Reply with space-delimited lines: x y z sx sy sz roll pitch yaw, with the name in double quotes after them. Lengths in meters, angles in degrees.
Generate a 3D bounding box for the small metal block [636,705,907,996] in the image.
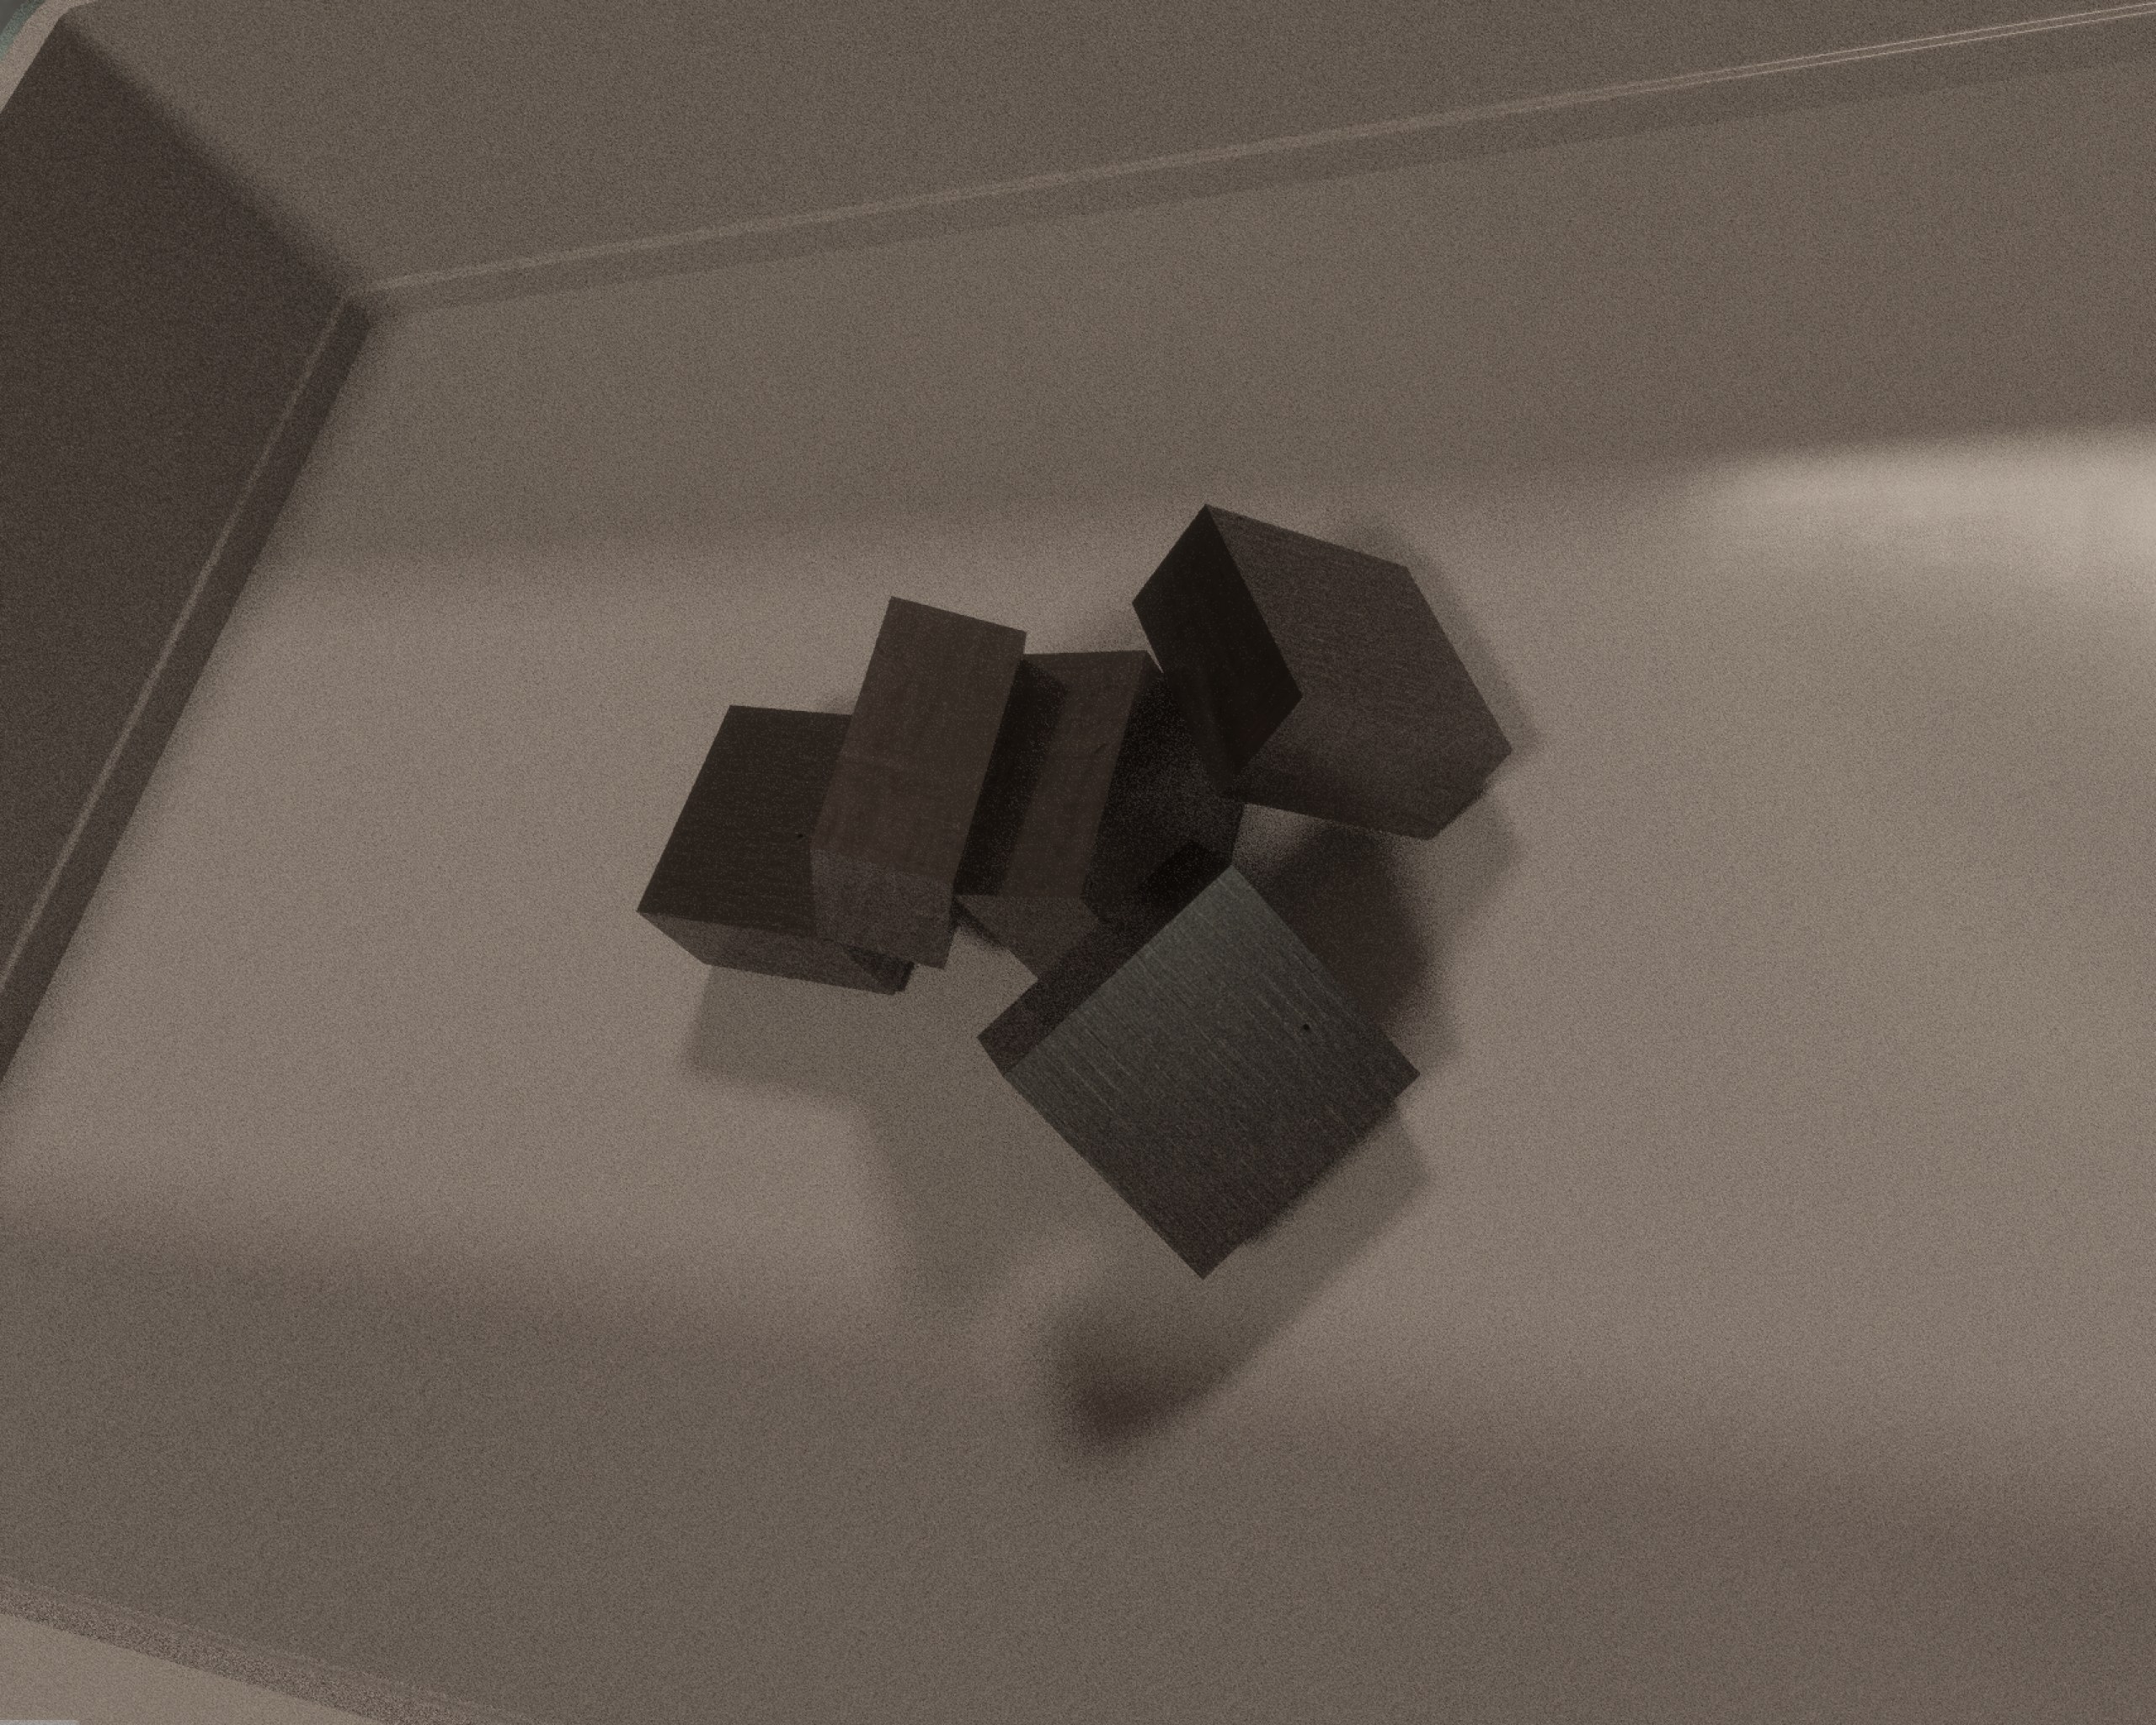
-0.055 -0.003 0.432 0.050 0.025 0.050 7 65 31 "small metal block"

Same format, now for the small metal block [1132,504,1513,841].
0.044 -0.034 0.381 0.025 0.050 0.050 -52 44 34 "small metal block"

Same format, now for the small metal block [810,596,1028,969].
-0.030 -0.013 0.387 0.025 0.050 0.050 15 69 0 "small metal block"

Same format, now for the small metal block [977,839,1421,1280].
0.020 0.033 0.353 0.050 0.050 0.025 -43 16 -3 "small metal block"

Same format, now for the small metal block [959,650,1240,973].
0.006 -0.004 0.387 0.025 0.050 0.050 1 62 28 "small metal block"
